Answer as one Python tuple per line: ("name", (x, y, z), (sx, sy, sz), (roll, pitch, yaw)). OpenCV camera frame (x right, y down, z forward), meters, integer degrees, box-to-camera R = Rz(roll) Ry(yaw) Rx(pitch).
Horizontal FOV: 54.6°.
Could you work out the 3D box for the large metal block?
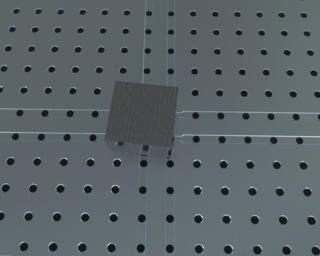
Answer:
("large metal block", (-0.021, -0.010, 0.402), (0.080, 0.050, 0.080), (6, 70, 2))
